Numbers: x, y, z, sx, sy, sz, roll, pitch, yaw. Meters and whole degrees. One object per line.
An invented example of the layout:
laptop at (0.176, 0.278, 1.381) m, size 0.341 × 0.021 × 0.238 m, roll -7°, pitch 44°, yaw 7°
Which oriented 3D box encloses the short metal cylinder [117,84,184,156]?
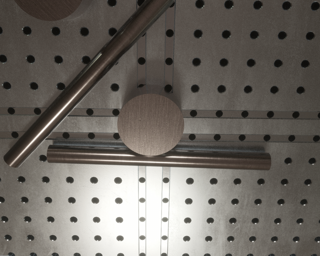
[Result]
short metal cylinder at (-0.011, -0.011, 0.396) m, size 0.081 × 0.050 × 0.079 m, roll 0°, pitch 110°, yaw -1°

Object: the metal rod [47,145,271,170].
metal rod at (0.000, 0.041, 0.428) m, size 0.302 × 0.025 × 0.025 m, roll 2°, pitch 110°, yaw -2°

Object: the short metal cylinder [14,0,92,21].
short metal cylinder at (-0.117, -0.160, 0.339) m, size 0.081 × 0.050 × 0.079 m, roll 0°, pitch 110°, yaw -1°

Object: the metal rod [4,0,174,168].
metal rod at (-0.098, -0.055, 0.391) m, size 0.025 × 0.025 × 0.299 m, roll 43°, pitch 104°, yaw -15°
